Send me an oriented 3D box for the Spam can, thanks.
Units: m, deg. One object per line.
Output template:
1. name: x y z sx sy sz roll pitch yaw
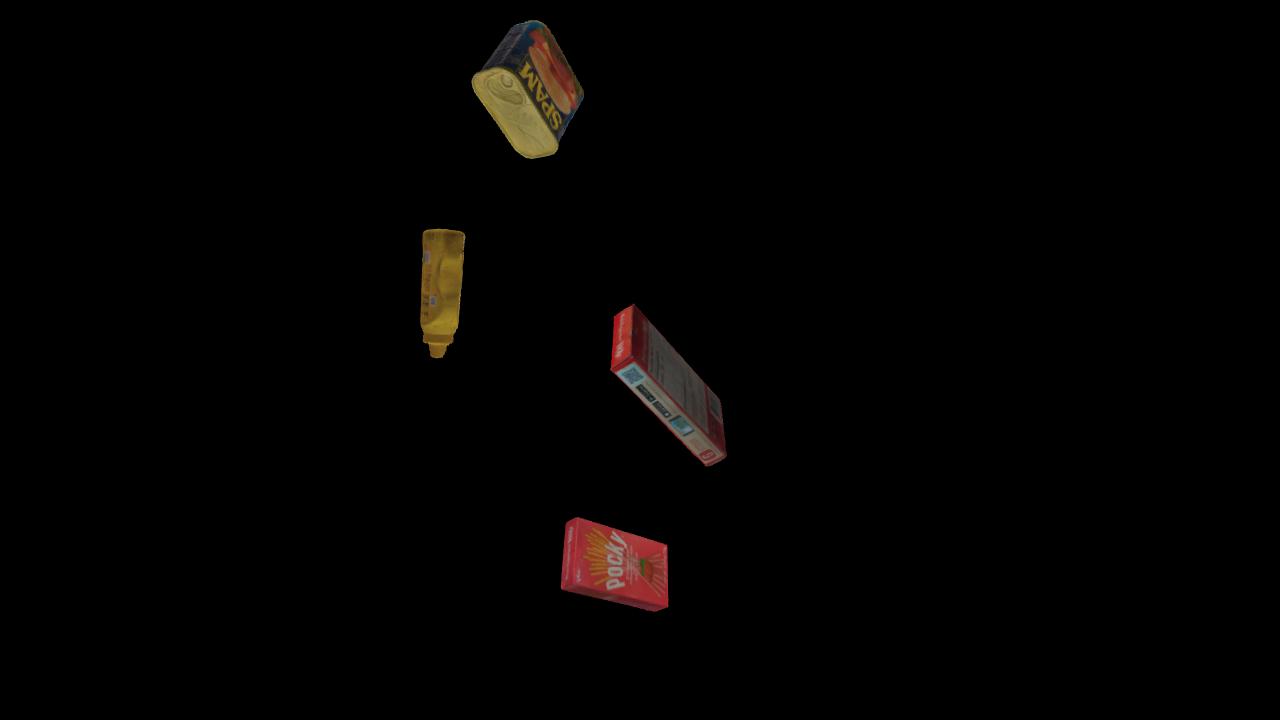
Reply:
1. Spam can: -0.110 -0.274 0.626 0.058 0.085 0.101 2 -33 31

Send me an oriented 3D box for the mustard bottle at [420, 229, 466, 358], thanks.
1. mustard bottle: -0.289 -0.094 0.891 0.054 0.184 0.092 1 6 -42

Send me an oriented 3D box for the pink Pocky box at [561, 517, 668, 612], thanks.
1. pink Pocky box: -0.028 0.260 0.778 0.155 0.084 0.029 27 -44 -31

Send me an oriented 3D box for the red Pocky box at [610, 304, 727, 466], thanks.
1. red Pocky box: 0.029 0.025 0.583 0.028 0.155 0.083 -29 32 23
